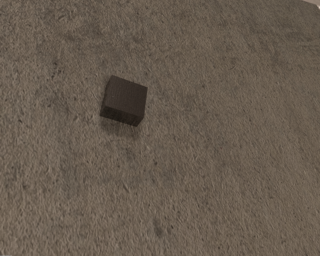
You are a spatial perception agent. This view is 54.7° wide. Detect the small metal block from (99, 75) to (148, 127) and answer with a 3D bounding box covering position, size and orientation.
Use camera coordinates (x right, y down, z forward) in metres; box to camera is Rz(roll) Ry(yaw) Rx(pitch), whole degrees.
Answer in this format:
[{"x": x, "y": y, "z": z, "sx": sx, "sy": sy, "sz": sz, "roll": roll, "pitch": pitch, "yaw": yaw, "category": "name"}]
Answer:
[{"x": -0.046, "y": -0.035, "z": 0.401, "sx": 0.050, "sy": 0.025, "sz": 0.050, "roll": 18, "pitch": 55, "yaw": -19, "category": "small metal block"}]
